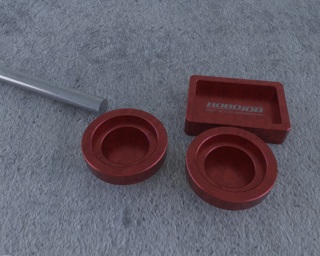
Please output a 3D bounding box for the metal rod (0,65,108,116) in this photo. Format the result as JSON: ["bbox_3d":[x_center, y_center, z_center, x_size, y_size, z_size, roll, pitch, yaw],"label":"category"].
[{"bbox_3d":[-0.216,-0.074,0.463,0.301,0.025,0.025,18,52,14],"label":"metal rod"}]

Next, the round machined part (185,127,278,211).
[{"bbox_3d":[0.078,0.049,0.352,0.099,0.042,0.098,0,50,0],"label":"round machined part"}]

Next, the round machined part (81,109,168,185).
[{"bbox_3d":[-0.041,0.026,0.370,0.099,0.042,0.098,0,50,0],"label":"round machined part"}]

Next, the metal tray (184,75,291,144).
[{"bbox_3d":[0.102,-0.028,0.423,0.131,0.030,0.090,6,50,4],"label":"metal tray"}]
